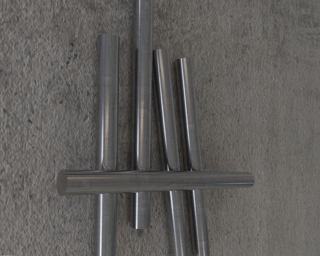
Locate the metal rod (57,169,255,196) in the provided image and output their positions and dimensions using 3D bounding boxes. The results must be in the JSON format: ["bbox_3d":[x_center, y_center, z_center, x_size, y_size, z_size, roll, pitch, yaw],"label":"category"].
[{"bbox_3d":[0.023,0.066,0.389,0.302,0.025,0.025,7,86,-40],"label":"metal rod"}]

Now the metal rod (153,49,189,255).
[{"bbox_3d":[0.014,0.047,0.416,0.025,0.025,0.298,-10,97,-40],"label":"metal rod"}]

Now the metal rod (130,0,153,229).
[{"bbox_3d":[-0.023,-0.028,0.385,0.025,0.025,0.298,1,89,-40],"label":"metal rod"}]

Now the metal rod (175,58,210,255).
[{"bbox_3d":[0.048,0.052,0.444,0.025,0.025,0.298,-10,96,-40],"label":"metal rod"}]

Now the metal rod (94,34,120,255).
[{"bbox_3d":[-0.061,0.045,0.353,0.025,0.025,0.298,1,89,-40],"label":"metal rod"}]
